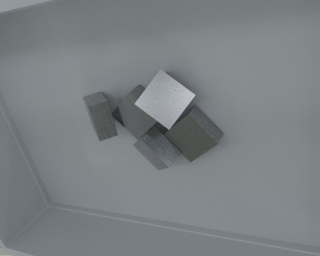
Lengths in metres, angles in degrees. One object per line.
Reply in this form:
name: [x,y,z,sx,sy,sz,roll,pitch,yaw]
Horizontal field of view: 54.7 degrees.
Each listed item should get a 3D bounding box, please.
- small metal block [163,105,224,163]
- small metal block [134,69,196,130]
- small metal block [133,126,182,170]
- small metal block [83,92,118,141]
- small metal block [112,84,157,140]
small metal block: [0.042,0.008,0.388,0.050,0.025,0.050,46,129,-4]
small metal block: [0.007,-0.033,0.367,0.050,0.025,0.050,37,94,3]
small metal block: [-0.005,0.028,0.410,0.050,0.025,0.050,45,160,-3]
small metal block: [-0.081,-0.017,0.420,0.050,0.025,0.050,-137,30,-61]
small metal block: [-0.028,-0.020,0.407,0.050,0.025,0.050,44,129,-3]
